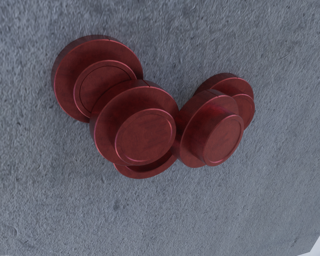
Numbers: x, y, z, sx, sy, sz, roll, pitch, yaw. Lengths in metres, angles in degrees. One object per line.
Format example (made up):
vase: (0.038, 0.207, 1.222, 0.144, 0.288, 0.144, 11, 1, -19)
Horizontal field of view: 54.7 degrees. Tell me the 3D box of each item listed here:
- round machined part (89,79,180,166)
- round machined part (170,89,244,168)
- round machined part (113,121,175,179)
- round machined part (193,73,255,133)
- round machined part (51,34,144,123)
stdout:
round machined part: (-0.022, 0.001, 0.332, 0.099, 0.042, 0.097, -14, 125, -21)
round machined part: (0.062, 0.007, 0.369, 0.099, 0.042, 0.097, -24, 131, -31)
round machined part: (-0.020, 0.014, 0.396, 0.099, 0.042, 0.097, -14, 125, -21)
round machined part: (0.093, -0.024, 0.434, 0.099, 0.042, 0.097, -14, 125, -21)
round machined part: (-0.063, -0.047, 0.334, 0.099, 0.042, 0.097, -14, 125, -21)
